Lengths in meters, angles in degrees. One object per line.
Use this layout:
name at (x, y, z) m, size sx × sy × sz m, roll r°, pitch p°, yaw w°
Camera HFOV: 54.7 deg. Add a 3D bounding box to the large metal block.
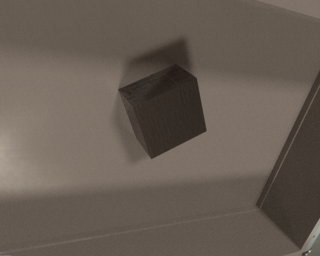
large metal block at (0.005, -0.021, 0.384) m, size 0.080 × 0.050 × 0.080 m, roll -26°, pitch 128°, yaw -13°
